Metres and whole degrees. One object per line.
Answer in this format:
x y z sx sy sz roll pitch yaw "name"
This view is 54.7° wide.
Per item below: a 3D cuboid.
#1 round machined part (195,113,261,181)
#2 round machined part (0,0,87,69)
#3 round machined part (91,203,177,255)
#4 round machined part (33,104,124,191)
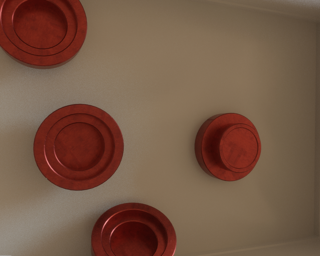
0.103 0.027 0.439 0.099 0.042 0.097 0 90 -20 "round machined part"
-0.135 -0.115 0.351 0.099 0.042 0.097 0 90 -20 "round machined part"
-0.032 0.141 0.370 0.099 0.098 0.042 -5 129 -20 "round machined part"
-0.096 0.021 0.366 0.099 0.042 0.097 0 90 -20 "round machined part"
